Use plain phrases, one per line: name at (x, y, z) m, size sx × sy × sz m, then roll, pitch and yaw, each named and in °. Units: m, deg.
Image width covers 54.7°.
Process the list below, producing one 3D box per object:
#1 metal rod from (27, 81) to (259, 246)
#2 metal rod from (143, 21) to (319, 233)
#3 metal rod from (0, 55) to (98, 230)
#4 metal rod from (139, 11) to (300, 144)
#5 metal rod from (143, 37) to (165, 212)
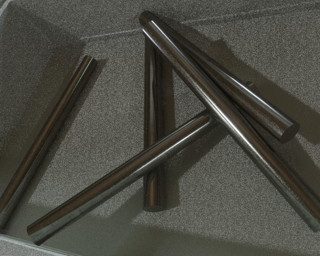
metal rod at (-0.012, 0.036, 0.356) m, size 0.301 × 0.025 × 0.025 m, roll -33°, pitch 51°, yaw -7°
metal rod at (0.068, -0.022, 0.342) m, size 0.025 × 0.025 × 0.300 m, roll -38°, pitch 64°, yaw 3°
metal rod at (-0.178, 0.011, 0.489) m, size 0.025 × 0.025 × 0.300 m, roll 12°, pitch 67°, yaw 32°
metal rod at (0.051, -0.084, 0.392) m, size 0.025 × 0.025 × 0.300 m, roll -40°, pitch 50°, yaw 1°
metal rod at (-0.010, -0.035, 0.430) m, size 0.025 × 0.025 × 0.299 m, roll -14°, pitch 56°, yaw 20°
